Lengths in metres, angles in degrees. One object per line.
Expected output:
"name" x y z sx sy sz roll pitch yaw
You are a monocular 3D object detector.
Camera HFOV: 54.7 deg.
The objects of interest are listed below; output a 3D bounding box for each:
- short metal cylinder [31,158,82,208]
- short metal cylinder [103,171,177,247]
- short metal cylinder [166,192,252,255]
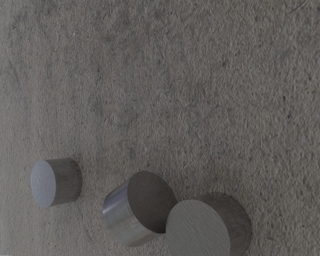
"short metal cylinder" -0.180 0.093 0.538 0.080 0.050 0.080 0 90 40
"short metal cylinder" -0.023 0.101 0.389 0.050 0.081 0.080 -39 66 33
"short metal cylinder" 0.054 0.115 0.345 0.080 0.050 0.080 0 90 40
